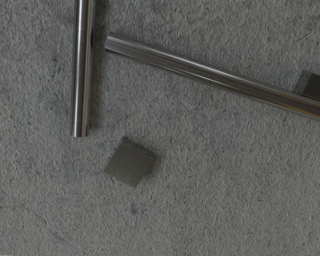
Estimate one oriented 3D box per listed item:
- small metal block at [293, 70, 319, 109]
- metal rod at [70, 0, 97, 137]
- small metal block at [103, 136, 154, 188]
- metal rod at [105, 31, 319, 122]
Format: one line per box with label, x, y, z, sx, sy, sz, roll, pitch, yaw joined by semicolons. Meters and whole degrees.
small metal block;0.201;-0.042;0.397;0.050;0.025;0.050;16;109;-6
metal rod;-0.087;-0.131;0.360;0.025;0.025;0.298;7;110;-3
small metal block;-0.042;0.047;0.427;0.050;0.025;0.050;29;107;-11
metal rod;0.082;-0.057;0.374;0.302;0.025;0.025;18;109;-1
